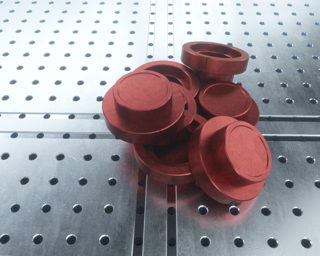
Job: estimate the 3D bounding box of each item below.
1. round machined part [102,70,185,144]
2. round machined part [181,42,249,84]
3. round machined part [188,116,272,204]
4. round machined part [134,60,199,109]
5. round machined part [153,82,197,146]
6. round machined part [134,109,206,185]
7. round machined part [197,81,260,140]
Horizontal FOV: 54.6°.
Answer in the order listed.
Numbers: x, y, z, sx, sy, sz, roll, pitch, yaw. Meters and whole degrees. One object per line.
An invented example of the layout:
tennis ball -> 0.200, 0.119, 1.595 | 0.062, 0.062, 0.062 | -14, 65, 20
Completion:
round machined part -> -0.020, -0.031, 0.368 | 0.099, 0.042, 0.098 | 0, 50, 0
round machined part -> 0.079, -0.095, 0.463 | 0.099, 0.042, 0.098 | 6, 29, -3
round machined part -> 0.083, 0.031, 0.339 | 0.099, 0.042, 0.098 | 15, 61, -28
round machined part -> 0.004, -0.049, 0.438 | 0.099, 0.042, 0.098 | 0, 50, 0
round machined part -> -0.002, -0.015, 0.409 | 0.099, 0.042, 0.098 | 0, 50, 0
round machined part -> 0.019, 0.026, 0.375 | 0.099, 0.042, 0.098 | 0, 50, 0
round machined part -> 0.085, -0.026, 0.419 | 0.099, 0.042, 0.098 | 0, 50, 0
